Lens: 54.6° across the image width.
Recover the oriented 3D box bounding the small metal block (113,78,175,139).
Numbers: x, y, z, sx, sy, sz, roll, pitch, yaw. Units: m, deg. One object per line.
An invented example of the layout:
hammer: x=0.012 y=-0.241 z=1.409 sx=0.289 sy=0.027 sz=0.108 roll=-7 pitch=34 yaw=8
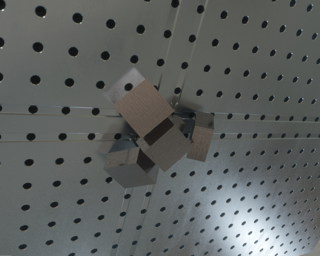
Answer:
small metal block: x=-0.019 y=-0.023 z=0.370 sx=0.050 sy=0.025 sz=0.050 roll=-40 pitch=94 yaw=-1

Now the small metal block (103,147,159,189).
small metal block: x=-0.037 y=0.053 z=0.407 sx=0.050 sy=0.025 sz=0.050 roll=-14 pitch=135 yaw=26

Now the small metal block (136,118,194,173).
small metal block: x=0.007 y=0.021 z=0.394 sx=0.050 sy=0.025 sz=0.050 roll=-42 pitch=130 yaw=0

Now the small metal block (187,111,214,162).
small metal block: x=0.056 y=0.011 z=0.428 sx=0.025 sy=0.050 sz=0.050 roll=13 pitch=116 yaw=2

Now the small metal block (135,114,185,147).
small metal block: x=0.000 y=0.009 z=0.416 sx=0.050 sy=0.025 sz=0.050 roll=1 pitch=120 yaw=-29
